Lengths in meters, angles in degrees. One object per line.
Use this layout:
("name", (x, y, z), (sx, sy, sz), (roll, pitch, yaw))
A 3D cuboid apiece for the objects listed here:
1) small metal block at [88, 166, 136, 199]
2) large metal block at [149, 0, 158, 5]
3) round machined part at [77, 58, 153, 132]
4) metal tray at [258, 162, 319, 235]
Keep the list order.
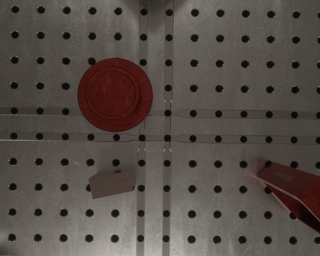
("small metal block", (-0.060, 0.069, 0.400), (0.050, 0.050, 0.025), (-12, 90, 0))
("large metal block", (-0.008, -0.225, 0.401), (0.080, 0.050, 0.080), (-44, 91, 0))
("round machined part", (-0.059, -0.043, 0.404), (0.099, 0.042, 0.097), (0, 90, -1))
("metal tray", (0.175, 0.089, 0.363), (0.030, 0.130, 0.090), (-43, 91, 0))
